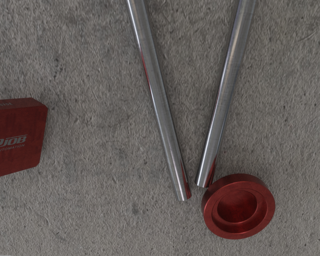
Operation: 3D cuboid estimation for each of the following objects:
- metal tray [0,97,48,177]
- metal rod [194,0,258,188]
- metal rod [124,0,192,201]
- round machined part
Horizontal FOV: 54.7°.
[{"bbox_3d":[-0.200,0.015,0.361,0.030,0.131,0.089,27,112,27],"label":"metal tray"},{"bbox_3d":[0.085,-0.060,0.388,0.025,0.025,0.298,9,110,-3],"label":"metal rod"},{"bbox_3d":[-0.001,-0.039,0.395,0.025,0.025,0.298,-13,110,4],"label":"metal rod"},{"bbox_3d":[0.107,0.105,0.438,0.099,0.042,0.097,-2,113,-3],"label":"round machined part"}]
